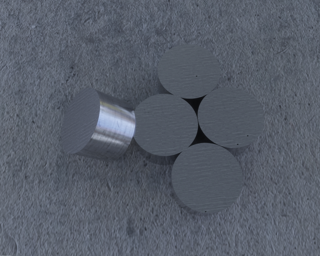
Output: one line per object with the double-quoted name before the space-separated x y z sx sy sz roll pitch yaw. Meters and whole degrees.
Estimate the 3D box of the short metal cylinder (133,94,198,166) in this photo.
"short metal cylinder" 0.005 0.003 0.395 0.081 0.050 0.080 0 70 0

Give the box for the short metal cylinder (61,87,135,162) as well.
"short metal cylinder" -0.076 -0.003 0.375 0.080 0.050 0.080 -20 61 40

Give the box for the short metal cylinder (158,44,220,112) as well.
"short metal cylinder" 0.037 -0.065 0.420 0.081 0.050 0.080 0 70 0

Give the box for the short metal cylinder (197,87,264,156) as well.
"short metal cylinder" 0.086 -0.006 0.399 0.081 0.050 0.080 0 70 0

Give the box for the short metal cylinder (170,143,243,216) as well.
"short metal cylinder" 0.053 0.063 0.373 0.081 0.050 0.080 0 70 0
